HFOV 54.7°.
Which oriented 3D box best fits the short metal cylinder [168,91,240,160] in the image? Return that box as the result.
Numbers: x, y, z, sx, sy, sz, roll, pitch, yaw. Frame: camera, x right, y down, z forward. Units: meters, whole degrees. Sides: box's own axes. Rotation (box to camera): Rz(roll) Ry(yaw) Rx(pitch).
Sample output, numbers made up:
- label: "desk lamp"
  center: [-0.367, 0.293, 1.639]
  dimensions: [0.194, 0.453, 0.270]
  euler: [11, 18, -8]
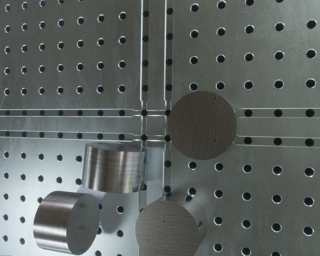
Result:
- label: "short metal cylinder"
  center: [0.056, -0.003, 0.379]
  dimensions: [0.080, 0.050, 0.079]
  euler: [0, 90, 19]

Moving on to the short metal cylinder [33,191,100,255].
- label: "short metal cylinder"
  center: [-0.125, 0.129, 0.426]
  dimensions: [0.050, 0.080, 0.079]
  euler: [1, 91, 20]

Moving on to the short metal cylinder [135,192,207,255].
- label: "short metal cylinder"
  center: [0.016, 0.126, 0.393]
  dimensions: [0.080, 0.050, 0.079]
  euler: [0, 90, 19]

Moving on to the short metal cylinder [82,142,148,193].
- label: "short metal cylinder"
  center: [-0.058, 0.049, 0.403]
  dimensions: [0.080, 0.080, 0.050]
  euler: [7, 93, 19]
